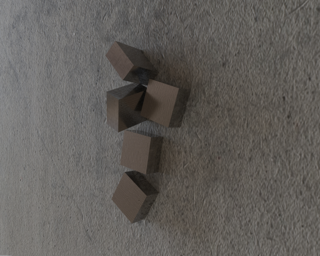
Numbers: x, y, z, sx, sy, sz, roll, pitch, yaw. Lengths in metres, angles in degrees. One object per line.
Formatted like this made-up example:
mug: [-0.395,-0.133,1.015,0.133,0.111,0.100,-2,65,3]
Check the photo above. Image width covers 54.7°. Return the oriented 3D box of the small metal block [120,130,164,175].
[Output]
small metal block: [-0.026,0.032,0.426,0.050,0.025,0.050,14,99,39]

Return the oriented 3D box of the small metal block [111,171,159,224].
small metal block: [-0.036,0.096,0.435,0.050,0.025,0.050,40,115,32]

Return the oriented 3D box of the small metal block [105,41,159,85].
small metal block: [-0.037,-0.087,0.419,0.025,0.050,0.050,-49,61,25]

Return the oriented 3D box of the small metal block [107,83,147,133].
small metal block: [-0.043,-0.028,0.415,0.025,0.050,0.050,34,133,34]

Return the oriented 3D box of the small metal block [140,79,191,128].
small metal block: [0.006,-0.032,0.400,0.050,0.025,0.050,24,105,37]
